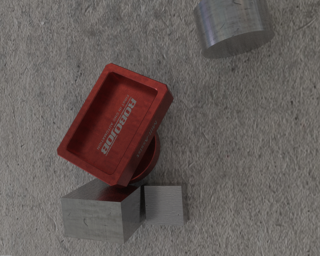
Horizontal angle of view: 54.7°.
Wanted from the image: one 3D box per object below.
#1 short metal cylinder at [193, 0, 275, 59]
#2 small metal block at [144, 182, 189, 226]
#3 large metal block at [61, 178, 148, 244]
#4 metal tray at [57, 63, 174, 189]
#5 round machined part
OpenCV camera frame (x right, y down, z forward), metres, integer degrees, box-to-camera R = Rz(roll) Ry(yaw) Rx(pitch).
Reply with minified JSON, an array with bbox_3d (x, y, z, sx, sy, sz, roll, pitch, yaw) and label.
[{"bbox_3d":[0.083,-0.117,0.351,0.080,0.080,0.050,-14,86,19],"label":"short metal cylinder"},{"bbox_3d":[0.009,0.099,0.406,0.050,0.025,0.050,-4,89,20],"label":"small metal block"},{"bbox_3d":[-0.067,0.102,0.400,0.080,0.080,0.050,-1,98,20],"label":"large metal block"},{"bbox_3d":[-0.053,-0.005,0.374,0.090,0.030,0.130,25,81,21],"label":"metal tray"},{"bbox_3d":[-0.052,0.023,0.405,0.098,0.042,0.098,-5,72,15],"label":"round machined part"}]
